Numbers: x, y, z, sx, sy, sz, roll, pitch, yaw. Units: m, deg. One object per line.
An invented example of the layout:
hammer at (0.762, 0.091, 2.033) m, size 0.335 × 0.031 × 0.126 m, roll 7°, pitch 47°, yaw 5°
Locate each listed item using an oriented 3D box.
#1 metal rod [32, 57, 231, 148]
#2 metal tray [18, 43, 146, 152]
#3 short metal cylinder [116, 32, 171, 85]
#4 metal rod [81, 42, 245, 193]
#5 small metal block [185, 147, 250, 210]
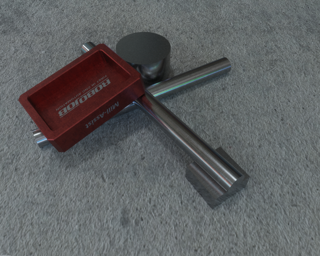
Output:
metal rod at (-0.026, -0.043, 0.441) m, size 0.302 × 0.025 × 0.025 m, roll -24°, pitch 54°, yaw -19°
metal tray at (-0.096, -0.042, 0.385) m, size 0.131 × 0.030 × 0.090 m, roll -38°, pitch 59°, yaw -14°
short metal cylinder at (-0.024, -0.103, 0.474) m, size 0.081 × 0.050 × 0.080 m, roll 0°, pitch 50°, yaw 0°
metal rod at (-0.015, -0.031, 0.398) m, size 0.025 × 0.025 × 0.300 m, roll -32°, pitch 57°, yaw -24°
small metal block at (0.065, 0.057, 0.358) m, size 0.050 × 0.025 × 0.050 m, roll -27°, pitch 55°, yaw -21°
